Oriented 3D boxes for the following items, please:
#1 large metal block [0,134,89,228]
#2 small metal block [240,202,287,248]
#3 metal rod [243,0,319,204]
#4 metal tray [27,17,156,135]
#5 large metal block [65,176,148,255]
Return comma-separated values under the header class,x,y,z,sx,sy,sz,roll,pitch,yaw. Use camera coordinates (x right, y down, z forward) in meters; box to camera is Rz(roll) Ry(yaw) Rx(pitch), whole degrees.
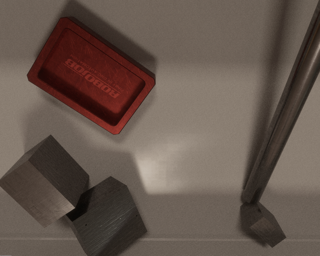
class,x,y,z,sx,sy,sz,roll,pitch,yaw
large metal block,-0.147,0.066,0.404,0.050,0.080,0.080,-35,107,11
small metal block,0.149,0.136,0.450,0.050,0.050,0.025,43,105,-14
metal rod,0.141,-0.010,0.352,0.025,0.025,0.298,3,132,-2
metal tray,-0.082,-0.063,0.384,0.130,0.030,0.090,34,106,-12
large metal block,-0.075,0.126,0.423,0.081,0.050,0.080,-31,113,-27
